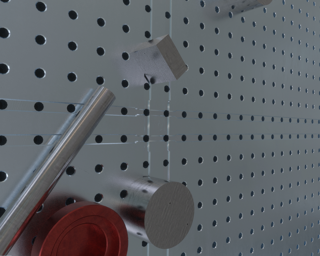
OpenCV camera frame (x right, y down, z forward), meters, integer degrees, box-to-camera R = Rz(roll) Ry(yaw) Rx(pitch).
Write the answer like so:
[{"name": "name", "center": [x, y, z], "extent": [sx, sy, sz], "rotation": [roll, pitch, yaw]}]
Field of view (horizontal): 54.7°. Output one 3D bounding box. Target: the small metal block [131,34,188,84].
[{"name": "small metal block", "center": [-0.001, -0.085, 0.392], "extent": [0.025, 0.050, 0.050], "rotation": [-49, 119, -29]}]

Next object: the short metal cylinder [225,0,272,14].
[{"name": "short metal cylinder", "center": [0.148, -0.239, 0.517], "extent": [0.081, 0.050, 0.079], "rotation": [0, 90, -40]}]

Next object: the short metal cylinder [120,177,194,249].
[{"name": "short metal cylinder", "center": [-0.003, 0.104, 0.391], "extent": [0.081, 0.050, 0.079], "rotation": [0, 90, -40]}]

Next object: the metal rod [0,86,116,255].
[{"name": "metal rod", "center": [-0.132, 0.079, 0.298], "extent": [0.025, 0.025, 0.300], "rotation": [45, 63, -31]}]

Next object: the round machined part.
[{"name": "round machined part", "center": [-0.086, 0.126, 0.327], "extent": [0.099, 0.042, 0.097], "rotation": [0, 90, -40]}]
